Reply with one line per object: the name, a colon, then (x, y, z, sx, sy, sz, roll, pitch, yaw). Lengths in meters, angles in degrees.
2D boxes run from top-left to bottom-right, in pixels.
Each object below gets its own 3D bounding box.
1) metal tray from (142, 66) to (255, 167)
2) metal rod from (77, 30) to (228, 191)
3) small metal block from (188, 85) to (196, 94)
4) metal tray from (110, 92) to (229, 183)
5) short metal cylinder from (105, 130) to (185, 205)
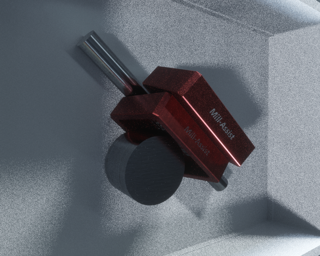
metal tray: (0.046, -0.014, 0.370, 0.030, 0.090, 0.130, -49, 121, -9)
metal rod: (0.007, -0.005, 0.415, 0.300, 0.025, 0.025, 46, 62, -30)
small metal block: (0.025, -0.041, 0.427, 0.050, 0.025, 0.050, 48, 61, -30)
metal tray: (0.012, 0.014, 0.375, 0.130, 0.090, 0.030, 47, 62, -30)
short metal cylinder: (-0.018, 0.045, 0.368, 0.081, 0.050, 0.079, -6, 100, -34)
